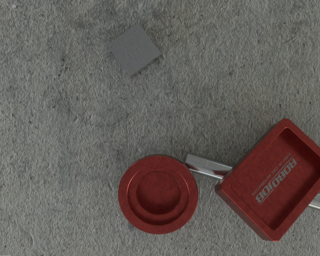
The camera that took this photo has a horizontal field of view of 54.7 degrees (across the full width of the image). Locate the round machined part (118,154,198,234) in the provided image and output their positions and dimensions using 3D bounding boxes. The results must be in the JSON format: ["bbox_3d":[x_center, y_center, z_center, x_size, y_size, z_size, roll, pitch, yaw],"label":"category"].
[{"bbox_3d":[-0.001,0.081,0.399,0.099,0.042,0.097,0,93,2],"label":"round machined part"}]

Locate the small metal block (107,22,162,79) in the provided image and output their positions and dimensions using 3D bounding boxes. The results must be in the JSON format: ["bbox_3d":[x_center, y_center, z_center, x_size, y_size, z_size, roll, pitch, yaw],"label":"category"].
[{"bbox_3d":[-0.033,-0.101,0.410,0.050,0.025,0.050,-36,90,0],"label":"small metal block"}]

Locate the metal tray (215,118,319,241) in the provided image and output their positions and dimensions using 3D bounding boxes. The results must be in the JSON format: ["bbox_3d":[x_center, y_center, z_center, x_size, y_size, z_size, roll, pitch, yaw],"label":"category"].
[{"bbox_3d":[0.145,0.062,0.386,0.130,0.030,0.090,-42,82,-16],"label":"metal tray"}]

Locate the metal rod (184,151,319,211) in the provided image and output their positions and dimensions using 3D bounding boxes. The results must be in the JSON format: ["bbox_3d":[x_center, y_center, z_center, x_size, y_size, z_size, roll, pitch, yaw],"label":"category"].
[{"bbox_3d":[0.177,0.087,0.412,0.302,0.025,0.025,17,90,-1],"label":"metal rod"}]
